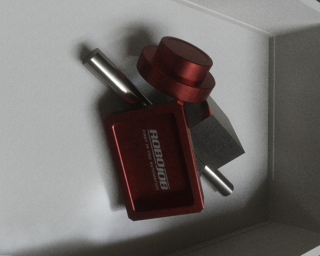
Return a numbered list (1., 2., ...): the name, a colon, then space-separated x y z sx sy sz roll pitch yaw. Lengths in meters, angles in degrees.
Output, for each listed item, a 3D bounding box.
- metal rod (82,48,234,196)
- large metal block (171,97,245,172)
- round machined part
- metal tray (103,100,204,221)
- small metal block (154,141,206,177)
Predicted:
1. metal rod: 0.015 0.010 0.419 0.300 0.025 0.025 44 63 -31
2. large metal block: 0.061 -0.002 0.416 0.080 0.050 0.080 44 21 -31
3. round machined part: 0.025 -0.076 0.377 0.099 0.098 0.042 -3 132 -40
4. metal tray: -0.005 0.039 0.362 0.030 0.090 0.129 -58 137 -75
5. small metal block: 0.025 0.042 0.411 0.050 0.050 0.025 46 63 -31
